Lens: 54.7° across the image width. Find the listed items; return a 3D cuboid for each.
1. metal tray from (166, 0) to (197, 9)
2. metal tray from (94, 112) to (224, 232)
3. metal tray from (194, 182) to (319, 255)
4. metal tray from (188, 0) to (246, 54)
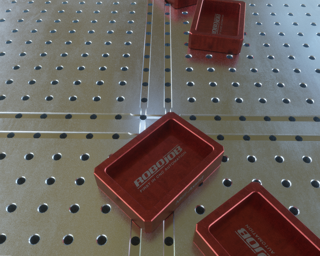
[{"bbox_3d":[0.042,-0.309,0.664,0.091,0.030,0.130,-21,53,-18],"label":"metal tray"},{"bbox_3d":[0.001,0.045,0.366,0.090,0.030,0.131,37,59,26],"label":"metal tray"},{"bbox_3d":[0.107,0.125,0.300,0.091,0.030,0.130,-30,56,-23],"label":"metal tray"},{"bbox_3d":[0.106,-0.190,0.565,0.090,0.030,0.130,9,51,7],"label":"metal tray"}]
